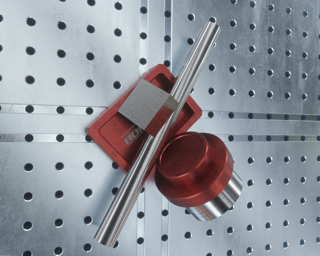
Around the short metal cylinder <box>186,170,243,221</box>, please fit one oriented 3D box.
[{"bbox_3d":[0.059,0.074,0.405,0.080,0.080,0.050,-45,105,-15],"label":"short metal cylinder"}]

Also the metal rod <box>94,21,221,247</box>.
[{"bbox_3d":[0.002,0.000,0.382,0.025,0.025,0.299,30,80,-18],"label":"metal rod"}]

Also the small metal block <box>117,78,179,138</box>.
[{"bbox_3d":[-0.014,-0.025,0.372,0.050,0.050,0.025,-54,145,-3],"label":"small metal block"}]

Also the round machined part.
[{"bbox_3d":[0.035,0.043,0.377,0.098,0.098,0.042,-48,127,-14],"label":"round machined part"}]

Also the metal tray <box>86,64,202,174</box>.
[{"bbox_3d":[-0.018,-0.009,0.403,0.130,0.030,0.090,-45,104,-15],"label":"metal tray"}]
